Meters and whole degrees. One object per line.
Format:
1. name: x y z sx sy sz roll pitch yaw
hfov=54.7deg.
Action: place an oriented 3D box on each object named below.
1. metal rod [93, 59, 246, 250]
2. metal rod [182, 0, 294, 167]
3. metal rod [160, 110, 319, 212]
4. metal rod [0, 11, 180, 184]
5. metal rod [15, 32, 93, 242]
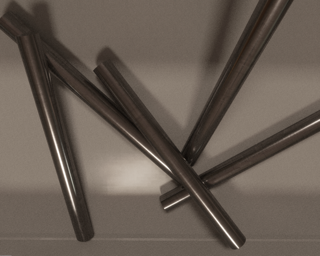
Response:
1. metal rod: 0.018 0.040 0.404 0.025 0.025 0.299 -36 99 12
2. metal rod: 0.075 -0.051 0.322 0.025 0.025 0.298 15 137 -6
3. metal rod: 0.134 0.036 0.426 0.300 0.025 0.025 -30 108 10
4. metal rod: -0.074 -0.029 0.399 0.300 0.025 0.025 42 104 -15
5. metal rod: -0.130 0.030 0.405 0.025 0.025 0.298 -6 116 2
